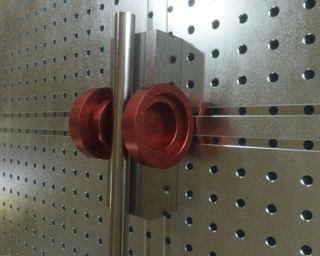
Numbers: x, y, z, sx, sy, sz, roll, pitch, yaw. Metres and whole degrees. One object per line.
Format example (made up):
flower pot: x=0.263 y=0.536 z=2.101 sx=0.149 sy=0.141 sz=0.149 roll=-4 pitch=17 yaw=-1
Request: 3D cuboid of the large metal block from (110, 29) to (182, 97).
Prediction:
large metal block: x=-0.020 y=-0.078 z=0.409 sx=0.080 sy=0.050 sz=0.079 roll=3 pitch=92 yaw=40

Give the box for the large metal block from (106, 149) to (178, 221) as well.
large metal block: x=-0.024 y=0.069 z=0.413 sx=0.080 sy=0.050 sz=0.079 roll=4 pitch=93 yaw=40

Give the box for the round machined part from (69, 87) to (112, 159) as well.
round machined part: x=-0.068 y=-0.006 z=0.417 sx=0.042 sy=0.099 sz=0.097 roll=3 pitch=92 yaw=40

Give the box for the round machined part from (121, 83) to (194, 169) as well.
round machined part: x=-0.007 y=-0.003 z=0.367 sx=0.042 sy=0.099 sz=0.097 roll=3 pitch=92 yaw=45

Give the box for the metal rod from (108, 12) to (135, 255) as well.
metal rod: x=-0.048 y=0.011 z=0.383 sx=0.025 sy=0.025 sz=0.298 roll=3 pitch=92 yaw=40
